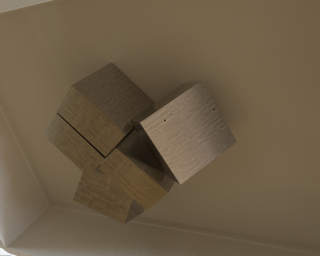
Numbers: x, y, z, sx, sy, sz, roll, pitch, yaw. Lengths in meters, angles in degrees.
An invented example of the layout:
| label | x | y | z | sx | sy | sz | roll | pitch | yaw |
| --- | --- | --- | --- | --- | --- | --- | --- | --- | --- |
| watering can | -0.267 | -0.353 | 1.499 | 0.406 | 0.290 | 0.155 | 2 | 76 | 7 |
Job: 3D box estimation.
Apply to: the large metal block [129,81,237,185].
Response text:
| label | x | y | z | sx | sy | sz | roll | pitch | yaw |
| --- | --- | --- | --- | --- | --- | --- | --- | --- | --- |
| large metal block | 0.025 | 0.003 | 0.351 | 0.080 | 0.080 | 0.050 | 58 | 167 | -13 |

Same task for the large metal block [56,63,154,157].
| label | x | y | z | sx | sy | sz | roll | pitch | yaw |
| --- | --- | --- | --- | --- | --- | --- | --- | --- | --- |
| large metal block | -0.065 | -0.025 | 0.388 | 0.080 | 0.080 | 0.050 | 43 | 129 | -2 |

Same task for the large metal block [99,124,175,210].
| label | x | y | z | sx | sy | sz | roll | pitch | yaw |
| --- | --- | --- | --- | --- | --- | --- | --- | --- | --- |
| large metal block | -0.017 | 0.044 | 0.405 | 0.080 | 0.080 | 0.050 | 41 | 129 | 0 |

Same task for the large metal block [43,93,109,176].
| label | x | y | z | sx | sy | sz | roll | pitch | yaw |
| --- | --- | --- | --- | --- | --- | --- | --- | --- | --- |
| large metal block | -0.093 | 0.004 | 0.422 | 0.080 | 0.080 | 0.050 | 44 | 129 | -3 |

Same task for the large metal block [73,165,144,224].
| label | x | y | z | sx | sy | sz | roll | pitch | yaw |
| --- | --- | --- | --- | --- | --- | --- | --- | --- | --- |
| large metal block | -0.064 | 0.091 | 0.451 | 0.080 | 0.080 | 0.050 | 20 | 92 | 16 |
